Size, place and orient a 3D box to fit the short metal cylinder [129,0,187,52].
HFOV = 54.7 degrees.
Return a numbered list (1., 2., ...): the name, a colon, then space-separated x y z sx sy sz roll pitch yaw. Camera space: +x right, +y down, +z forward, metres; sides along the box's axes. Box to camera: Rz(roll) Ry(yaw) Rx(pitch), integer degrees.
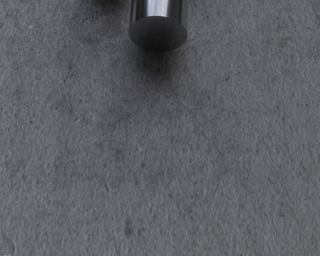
1. short metal cylinder: -0.002 -0.151 0.434 0.081 0.080 0.050 3 70 0
